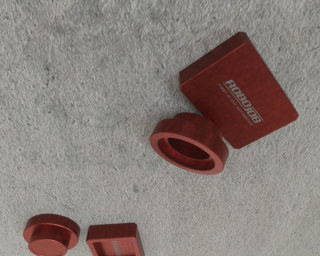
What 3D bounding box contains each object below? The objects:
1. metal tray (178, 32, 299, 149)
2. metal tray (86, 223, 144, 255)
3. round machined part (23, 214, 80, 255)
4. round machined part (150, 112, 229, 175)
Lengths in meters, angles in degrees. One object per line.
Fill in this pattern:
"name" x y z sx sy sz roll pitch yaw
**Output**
"metal tray" 0.095 -0.038 0.373 0.090 0.030 0.130 -32 124 24
"metal tray" -0.082 0.236 0.603 0.091 0.030 0.129 -5 130 3
"round machined part" -0.200 0.203 0.566 0.099 0.042 0.097 -1 130 0
"round machined part" 0.040 0.017 0.392 0.098 0.042 0.098 21 154 11
